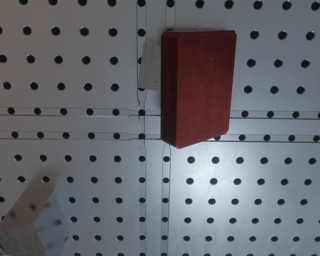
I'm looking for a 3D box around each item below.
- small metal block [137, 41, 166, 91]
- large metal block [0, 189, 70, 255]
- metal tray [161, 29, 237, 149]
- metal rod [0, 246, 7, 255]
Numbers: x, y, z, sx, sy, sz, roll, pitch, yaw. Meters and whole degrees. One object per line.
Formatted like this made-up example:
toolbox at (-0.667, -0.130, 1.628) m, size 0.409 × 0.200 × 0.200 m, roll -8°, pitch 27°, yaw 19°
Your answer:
small metal block at (-0.010, -0.076, 0.372) m, size 0.025 × 0.050 × 0.050 m, roll 9°, pitch 110°, yaw -4°
large metal block at (-0.174, 0.145, 0.435) m, size 0.050 × 0.080 × 0.079 m, roll -11°, pitch 110°, yaw 3°
metal tray at (0.045, -0.048, 0.368) m, size 0.091 × 0.030 × 0.129 m, roll -15°, pitch 115°, yaw -35°
metal rod at (-0.248, 0.215, 0.489) m, size 0.025 × 0.025 × 0.299 m, roll -27°, pitch 108°, yaw 9°
